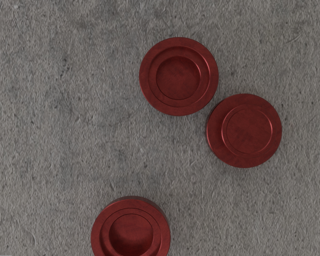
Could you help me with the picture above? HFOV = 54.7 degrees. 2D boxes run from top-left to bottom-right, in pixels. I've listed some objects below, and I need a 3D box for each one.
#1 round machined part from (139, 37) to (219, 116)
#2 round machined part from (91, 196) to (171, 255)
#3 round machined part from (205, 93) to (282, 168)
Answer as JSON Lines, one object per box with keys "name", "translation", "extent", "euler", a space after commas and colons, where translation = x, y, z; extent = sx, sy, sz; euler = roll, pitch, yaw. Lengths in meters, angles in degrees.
{"name": "round machined part", "translation": [0.023, -0.064, 0.401], "extent": [0.099, 0.042, 0.097], "euler": [0, 90, 0]}
{"name": "round machined part", "translation": [-0.036, 0.136, 0.401], "extent": [0.099, 0.042, 0.097], "euler": [0, 90, 0]}
{"name": "round machined part", "translation": [0.110, 0.004, 0.402], "extent": [0.099, 0.042, 0.097], "euler": [0, 90, 0]}
